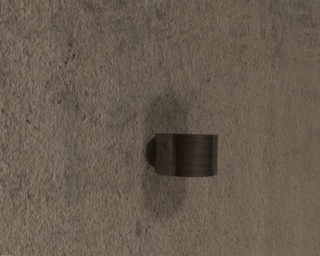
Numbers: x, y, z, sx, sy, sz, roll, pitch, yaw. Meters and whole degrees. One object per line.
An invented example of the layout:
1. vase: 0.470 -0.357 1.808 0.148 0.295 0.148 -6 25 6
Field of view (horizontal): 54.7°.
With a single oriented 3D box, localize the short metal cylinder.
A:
1. short metal cylinder: 0.034 0.033 0.399 0.081 0.080 0.050 2 89 -40
